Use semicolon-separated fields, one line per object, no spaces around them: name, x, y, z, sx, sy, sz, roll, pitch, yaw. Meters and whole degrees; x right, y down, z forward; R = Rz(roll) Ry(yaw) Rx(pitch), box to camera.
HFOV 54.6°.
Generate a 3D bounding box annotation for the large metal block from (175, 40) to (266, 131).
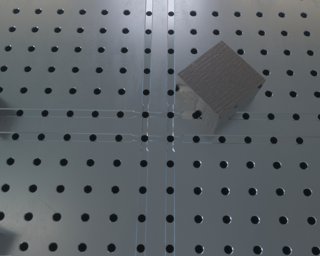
large metal block;0.079;-0.057;0.420;0.080;0.050;0.080;-39;75;-13
